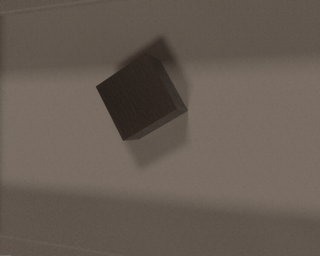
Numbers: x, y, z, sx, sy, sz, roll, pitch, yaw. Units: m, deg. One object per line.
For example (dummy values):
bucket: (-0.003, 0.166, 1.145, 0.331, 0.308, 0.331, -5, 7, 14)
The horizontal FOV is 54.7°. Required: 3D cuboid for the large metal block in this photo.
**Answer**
large metal block: (-0.023, -0.038, 0.404, 0.080, 0.050, 0.080, -31, 80, 17)
